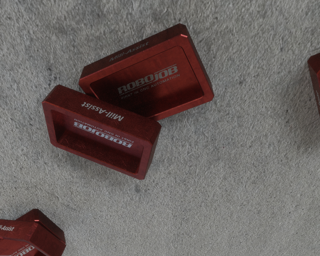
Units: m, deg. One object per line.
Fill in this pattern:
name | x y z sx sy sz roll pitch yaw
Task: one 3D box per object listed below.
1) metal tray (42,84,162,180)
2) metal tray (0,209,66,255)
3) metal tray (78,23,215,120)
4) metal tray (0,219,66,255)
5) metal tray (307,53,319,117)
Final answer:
metal tray | -0.070 0.008 0.373 0.131 0.030 0.089 21 143 4
metal tray | -0.248 0.209 0.547 0.130 0.030 0.090 -32 127 -5
metal tray | -0.014 -0.051 0.359 0.130 0.030 0.090 -20 128 16
metal tray | -0.243 0.196 0.541 0.130 0.030 0.090 -4 135 26
metal tray | 0.238 -0.043 0.370 0.090 0.030 0.130 -21 127 17
